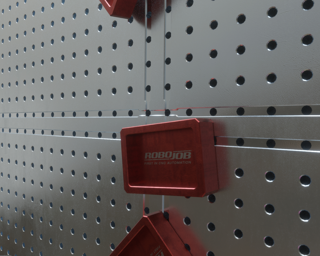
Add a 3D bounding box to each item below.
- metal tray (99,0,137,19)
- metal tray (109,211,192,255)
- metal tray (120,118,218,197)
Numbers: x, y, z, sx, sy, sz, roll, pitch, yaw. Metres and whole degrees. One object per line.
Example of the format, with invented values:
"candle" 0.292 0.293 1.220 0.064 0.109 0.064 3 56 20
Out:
"metal tray" -0.050 -0.230 0.421 0.090 0.030 0.129 58 134 31
"metal tray" -0.019 0.188 0.419 0.090 0.030 0.129 51 120 27
"metal tray" 0.007 0.039 0.398 0.130 0.030 0.089 -7 86 39
